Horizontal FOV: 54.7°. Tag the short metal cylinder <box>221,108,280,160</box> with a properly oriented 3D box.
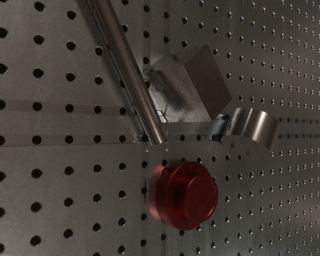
[{"bbox_3d":[0.145,0.010,0.498,0.080,0.080,0.050,39,66,-34],"label":"short metal cylinder"}]

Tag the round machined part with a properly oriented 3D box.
[{"bbox_3d":[0.045,0.096,0.438,0.099,0.042,0.097,0,90,-40],"label":"round machined part"}]

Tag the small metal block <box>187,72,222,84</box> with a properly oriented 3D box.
[{"bbox_3d":[0.060,-0.075,0.462,0.050,0.025,0.050,39,66,-34],"label":"small metal block"}]

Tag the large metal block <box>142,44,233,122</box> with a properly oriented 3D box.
[{"bbox_3d":[0.035,-0.054,0.404,0.050,0.080,0.080,-46,118,-30],"label":"large metal block"}]

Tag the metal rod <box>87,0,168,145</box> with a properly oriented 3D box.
[{"bbox_3d":[-0.056,-0.114,0.362,0.025,0.025,0.299,-36,112,-34],"label":"metal rod"}]
